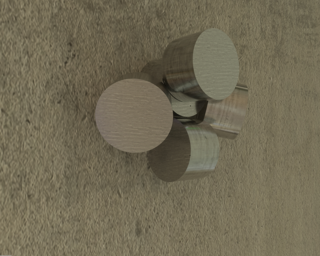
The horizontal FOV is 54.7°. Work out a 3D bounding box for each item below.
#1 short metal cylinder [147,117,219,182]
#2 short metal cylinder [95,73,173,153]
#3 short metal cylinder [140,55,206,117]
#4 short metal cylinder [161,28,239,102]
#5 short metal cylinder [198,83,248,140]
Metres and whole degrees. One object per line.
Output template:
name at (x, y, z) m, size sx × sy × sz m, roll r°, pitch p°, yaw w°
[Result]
short metal cylinder at (0.028, 0.027, 0.395) m, size 0.050 × 0.080 × 0.079 m, roll 2°, pitch 89°, yaw -40°
short metal cylinder at (-0.026, -0.019, 0.343) m, size 0.081 × 0.050 × 0.079 m, roll 0°, pitch 107°, yaw 1°
short metal cylinder at (0.018, -0.054, 0.407) m, size 0.081 × 0.050 × 0.079 m, roll 0°, pitch 90°, yaw -40°
short metal cylinder at (0.049, -0.072, 0.366) m, size 0.081 × 0.050 × 0.079 m, roll 0°, pitch 90°, yaw -40°
short metal cylinder at (0.086, -0.027, 0.437) m, size 0.050 × 0.080 × 0.080 m, roll 12°, pitch 81°, yaw -1°
